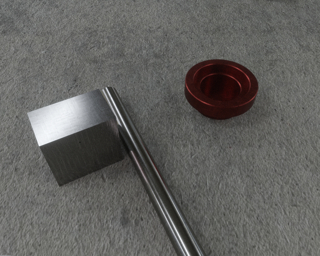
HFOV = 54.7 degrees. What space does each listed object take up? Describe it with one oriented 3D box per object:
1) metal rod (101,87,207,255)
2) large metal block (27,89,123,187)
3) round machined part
[{"bbox_3d":[-0.011,0.055,0.356,0.025,0.025,0.300,-20,53,-16],"label":"metal rod"},{"bbox_3d":[-0.093,0.012,0.356,0.081,0.080,0.050,-22,54,-18],"label":"large metal block"},{"bbox_3d":[0.083,-0.050,0.435,0.099,0.042,0.098,0,50,0],"label":"round machined part"}]
